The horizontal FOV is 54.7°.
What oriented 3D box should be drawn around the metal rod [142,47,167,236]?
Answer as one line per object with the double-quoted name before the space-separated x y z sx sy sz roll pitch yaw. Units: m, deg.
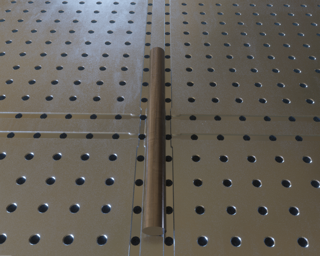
"metal rod" -0.005 -0.009 0.415 0.025 0.025 0.300 0 50 0
